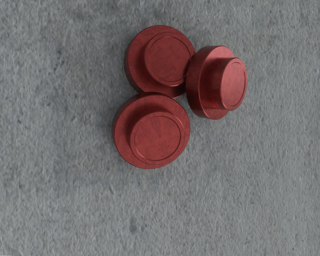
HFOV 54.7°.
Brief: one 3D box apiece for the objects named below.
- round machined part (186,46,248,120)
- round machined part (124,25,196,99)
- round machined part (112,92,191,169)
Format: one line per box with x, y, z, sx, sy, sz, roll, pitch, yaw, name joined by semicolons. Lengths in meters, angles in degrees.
0.080;-0.059;0.409;0.099;0.042;0.097;-14;109;-46;round machined part
0.006;-0.086;0.403;0.099;0.042;0.097;0;90;-21;round machined part
-0.008;0.007;0.384;0.099;0.042;0.097;-5;109;-15;round machined part
